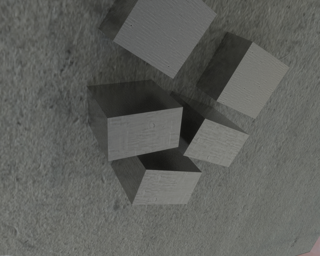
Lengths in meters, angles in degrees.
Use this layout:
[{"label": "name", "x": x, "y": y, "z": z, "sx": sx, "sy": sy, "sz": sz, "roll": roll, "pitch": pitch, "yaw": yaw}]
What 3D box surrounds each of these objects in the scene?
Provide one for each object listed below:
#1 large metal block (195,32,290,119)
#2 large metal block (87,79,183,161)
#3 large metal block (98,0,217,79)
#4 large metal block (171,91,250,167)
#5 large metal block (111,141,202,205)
[{"label": "large metal block", "x": 0.108, "y": -0.068, "z": 0.410, "sx": 0.081, "sy": 0.050, "sz": 0.080, "roll": 19, "pitch": 108, "yaw": -36}, {"label": "large metal block", "x": -0.031, "y": -0.013, "z": 0.347, "sx": 0.081, "sy": 0.080, "sz": 0.050, "roll": -10, "pitch": 123, "yaw": -24}, {"label": "large metal block", "x": -0.003, "y": -0.111, "z": 0.322, "sx": 0.080, "sy": 0.050, "sz": 0.080, "roll": 26, "pitch": 104, "yaw": -38}, {"label": "large metal block", "x": 0.053, "y": 0.001, "z": 0.403, "sx": 0.081, "sy": 0.080, "sz": 0.050, "roll": 17, "pitch": 109, "yaw": -36}, {"label": "large metal block", "x": -0.007, "y": 0.053, "z": 0.402, "sx": 0.081, "sy": 0.080, "sz": 0.050, "roll": 8, "pitch": 114, "yaw": -32}]
